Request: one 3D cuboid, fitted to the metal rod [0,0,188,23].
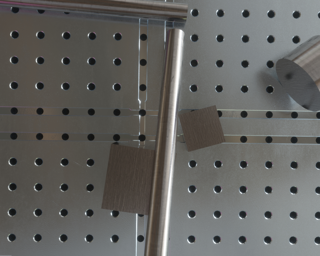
[{"bbox_3d":[-0.115,-0.166,0.411,0.302,0.025,0.025,5,90,-1],"label":"metal rod"}]

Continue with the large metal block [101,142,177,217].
[{"bbox_3d":[-0.026,0.064,0.401,0.081,0.050,0.080,9,90,-1],"label":"large metal block"}]

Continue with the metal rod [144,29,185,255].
[{"bbox_3d":[0.007,0.015,0.367,0.025,0.025,0.299,6,71,-1],"label":"metal rod"}]

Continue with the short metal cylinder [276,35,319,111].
[{"bbox_3d":[0.193,-0.068,0.388,0.050,0.080,0.080,-35,90,0],"label":"short metal cylinder"}]

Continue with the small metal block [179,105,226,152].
[{"bbox_3d":[0.055,0.001,0.414,0.050,0.025,0.050,-15,90,-1],"label":"small metal block"}]
